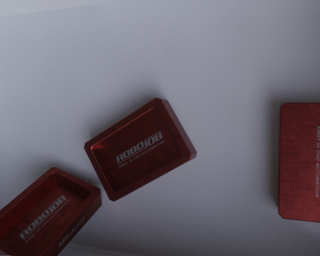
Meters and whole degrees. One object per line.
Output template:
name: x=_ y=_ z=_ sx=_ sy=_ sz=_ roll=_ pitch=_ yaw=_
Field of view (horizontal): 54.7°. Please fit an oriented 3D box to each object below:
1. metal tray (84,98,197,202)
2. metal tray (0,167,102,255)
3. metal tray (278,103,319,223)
metal tray: x=-0.028 y=0.030 z=0.416 sx=0.130 sy=0.030 sz=0.090 roll=-31 pitch=80 yaw=17
metal tray: x=-0.151 y=0.116 z=0.407 sx=0.090 sy=0.131 sz=0.030 roll=21 pitch=131 yaw=20
metal tray: x=0.181 y=0.037 z=0.344 sx=0.090 sy=0.030 sz=0.129 roll=1 pitch=90 yaw=19
